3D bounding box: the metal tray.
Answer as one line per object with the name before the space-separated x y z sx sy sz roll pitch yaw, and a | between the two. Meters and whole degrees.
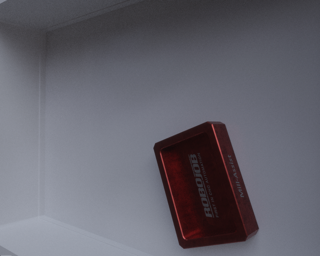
metal tray | 0.049 0.067 0.361 0.090 0.030 0.129 -25 75 37
